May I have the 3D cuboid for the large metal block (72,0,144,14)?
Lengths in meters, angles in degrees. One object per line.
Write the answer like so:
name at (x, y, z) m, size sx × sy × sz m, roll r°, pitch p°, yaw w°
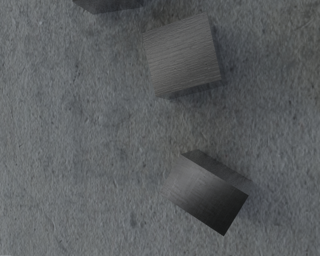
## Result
large metal block at (-0.070, -0.207, 0.419) m, size 0.080 × 0.050 × 0.079 m, roll -1°, pitch 90°, yaw 19°

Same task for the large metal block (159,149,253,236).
large metal block at (0.057, 0.069, 0.359) m, size 0.080 × 0.080 × 0.050 m, roll 31°, pitch 100°, yaw 17°

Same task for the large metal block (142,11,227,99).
large metal block at (0.032, -0.085, 0.384) m, size 0.080 × 0.050 × 0.080 m, roll -13°, pitch 86°, yaw 19°
